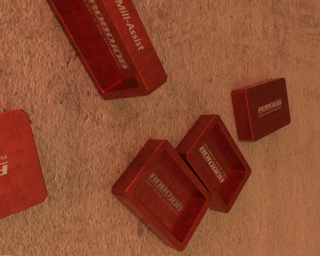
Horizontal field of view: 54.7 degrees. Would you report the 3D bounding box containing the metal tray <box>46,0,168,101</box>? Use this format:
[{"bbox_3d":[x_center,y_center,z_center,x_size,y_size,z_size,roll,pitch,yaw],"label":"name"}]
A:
[{"bbox_3d":[-0.056,-0.093,0.314,0.030,0.090,0.130,-41,115,-32],"label":"metal tray"}]

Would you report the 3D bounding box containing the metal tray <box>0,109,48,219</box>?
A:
[{"bbox_3d":[-0.172,0.040,0.258,0.131,0.030,0.089,-17,101,-39],"label":"metal tray"}]

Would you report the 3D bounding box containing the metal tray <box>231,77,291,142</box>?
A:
[{"bbox_3d":[0.184,-0.035,0.555,0.131,0.030,0.089,-19,102,-38],"label":"metal tray"}]

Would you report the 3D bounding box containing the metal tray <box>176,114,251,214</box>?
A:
[{"bbox_3d":[0.083,0.054,0.470,0.090,0.030,0.130,-51,120,-28],"label":"metal tray"}]

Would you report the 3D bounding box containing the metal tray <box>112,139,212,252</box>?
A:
[{"bbox_3d":[0.009,0.088,0.408,0.130,0.030,0.090,52,60,-27],"label":"metal tray"}]
